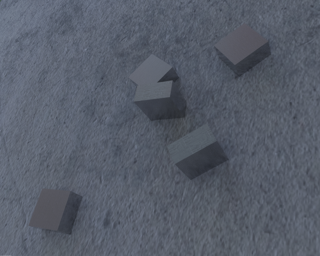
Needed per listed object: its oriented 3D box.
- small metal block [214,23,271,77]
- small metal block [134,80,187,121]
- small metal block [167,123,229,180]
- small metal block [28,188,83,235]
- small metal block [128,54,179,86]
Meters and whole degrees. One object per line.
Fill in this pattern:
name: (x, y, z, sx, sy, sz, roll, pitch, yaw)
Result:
small metal block: (0.109, -0.104, 0.410, 0.050, 0.025, 0.050, -36, 51, 4)
small metal block: (0.002, -0.035, 0.407, 0.050, 0.050, 0.025, -5, 60, 25)
small metal block: (0.043, 0.028, 0.347, 0.050, 0.050, 0.025, -30, 52, 8)
small metal block: (-0.137, 0.109, 0.407, 0.050, 0.025, 0.050, -1, 61, 27)
small metal block: (-0.010, -0.074, 0.453, 0.050, 0.025, 0.050, -46, 51, -4)
